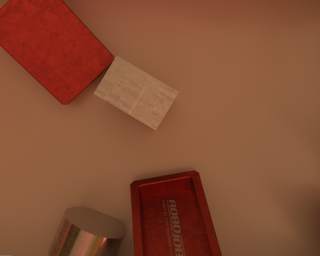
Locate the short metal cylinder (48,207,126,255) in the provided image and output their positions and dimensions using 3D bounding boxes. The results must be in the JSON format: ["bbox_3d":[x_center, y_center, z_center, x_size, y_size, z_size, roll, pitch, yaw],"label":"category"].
[{"bbox_3d":[-0.089,0.139,0.383,0.080,0.080,0.050,23,90,-1],"label":"short metal cylinder"}]

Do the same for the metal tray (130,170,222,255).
[{"bbox_3d":[0.015,0.116,0.366,0.091,0.130,0.030,-10,133,-1],"label":"metal tray"}]

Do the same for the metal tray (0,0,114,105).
[{"bbox_3d":[-0.134,-0.105,0.389,0.090,0.030,0.130,-43,107,0],"label":"metal tray"}]

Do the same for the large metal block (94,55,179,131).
[{"bbox_3d":[-0.026,-0.039,0.384,0.080,0.080,0.050,31,90,-1],"label":"large metal block"}]
